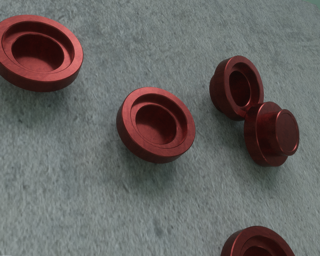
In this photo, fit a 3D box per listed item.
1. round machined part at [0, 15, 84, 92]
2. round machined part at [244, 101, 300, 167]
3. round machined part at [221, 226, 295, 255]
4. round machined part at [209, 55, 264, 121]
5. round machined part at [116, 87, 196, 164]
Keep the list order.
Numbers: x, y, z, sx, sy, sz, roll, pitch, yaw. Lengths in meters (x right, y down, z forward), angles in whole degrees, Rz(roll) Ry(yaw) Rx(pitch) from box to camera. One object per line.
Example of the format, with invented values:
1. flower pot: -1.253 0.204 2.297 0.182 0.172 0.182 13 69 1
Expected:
1. round machined part: -0.145 -0.082 0.366 0.099 0.042 0.098 14 56 -21
2. round machined part: 0.171 0.008 0.459 0.099 0.042 0.097 7 78 -40
3. round machined part: 0.109 0.166 0.352 0.099 0.042 0.098 14 56 -21
4. round machined part: 0.114 -0.058 0.478 0.099 0.042 0.097 7 78 -39
5. round machined part: -0.008 0.000 0.390 0.099 0.042 0.098 14 56 -21
